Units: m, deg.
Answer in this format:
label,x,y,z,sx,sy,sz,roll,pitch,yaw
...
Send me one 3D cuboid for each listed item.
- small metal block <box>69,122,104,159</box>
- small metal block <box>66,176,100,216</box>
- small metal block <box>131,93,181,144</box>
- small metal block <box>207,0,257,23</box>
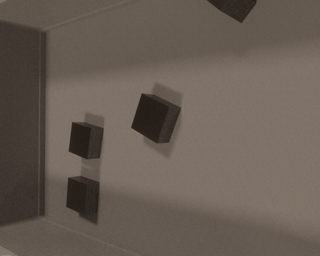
label,x,y,z,sx,sy,sz,roll,pitch,yaw
small metal block,-0.121,0.020,0.503,0.050,0.025,0.050,15,99,38
small metal block,-0.127,0.110,0.509,0.050,0.025,0.050,8,95,39
small metal block,-0.006,-0.013,0.410,0.050,0.025,0.050,29,108,35
small metal block,0.068,-0.143,0.333,0.050,0.050,0.025,51,120,27
